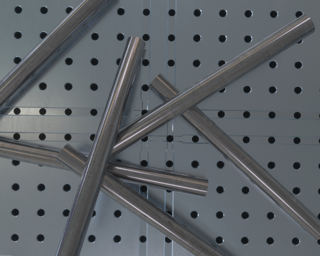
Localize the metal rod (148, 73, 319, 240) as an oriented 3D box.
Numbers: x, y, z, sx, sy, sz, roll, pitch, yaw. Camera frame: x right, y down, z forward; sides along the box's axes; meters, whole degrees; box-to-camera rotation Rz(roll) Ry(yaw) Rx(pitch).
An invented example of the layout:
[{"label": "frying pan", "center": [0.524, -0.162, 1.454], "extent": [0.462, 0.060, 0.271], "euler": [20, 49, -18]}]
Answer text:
[{"label": "metal rod", "center": [0.103, 0.038, 0.413], "extent": [0.300, 0.025, 0.025], "euler": [43, 90, 0]}]

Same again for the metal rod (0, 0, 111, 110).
[{"label": "metal rod", "center": [-0.172, -0.082, 0.412], "extent": [0.300, 0.025, 0.025], "euler": [-45, 90, 0]}]

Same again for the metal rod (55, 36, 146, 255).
[{"label": "metal rod", "center": [-0.069, 0.023, 0.371], "extent": [0.025, 0.025, 0.299], "euler": [15, 73, 0]}]

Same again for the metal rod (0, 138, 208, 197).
[{"label": "metal rod", "center": [-0.087, 0.051, 0.412], "extent": [0.301, 0.025, 0.025], "euler": [11, 90, 0]}]

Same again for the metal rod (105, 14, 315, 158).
[{"label": "metal rod", "center": [0.049, -0.045, 0.384], "extent": [0.300, 0.025, 0.025], "euler": [-32, 90, 6]}]

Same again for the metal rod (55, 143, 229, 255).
[{"label": "metal rod", "center": [-0.001, 0.117, 0.398], "extent": [0.301, 0.025, 0.025], "euler": [36, 90, -6]}]
